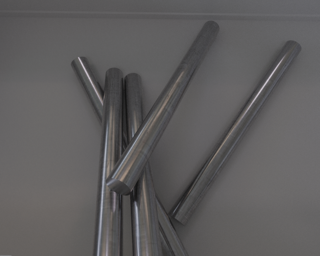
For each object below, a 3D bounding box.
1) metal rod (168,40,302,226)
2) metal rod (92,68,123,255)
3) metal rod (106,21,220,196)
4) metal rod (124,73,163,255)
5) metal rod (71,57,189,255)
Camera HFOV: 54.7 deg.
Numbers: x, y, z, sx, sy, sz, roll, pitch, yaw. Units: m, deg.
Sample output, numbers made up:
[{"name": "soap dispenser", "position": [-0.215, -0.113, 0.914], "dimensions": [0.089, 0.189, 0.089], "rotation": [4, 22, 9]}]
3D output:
[{"name": "metal rod", "position": [0.107, -0.005, 0.411], "dimensions": [0.025, 0.025, 0.300], "rotation": [34, 73, 11]}, {"name": "metal rod", "position": [-0.052, 0.031, 0.330], "dimensions": [0.025, 0.025, 0.300], "rotation": [-5, 45, -2]}, {"name": "metal rod", "position": [0.020, -0.049, 0.371], "dimensions": [0.025, 0.025, 0.301], "rotation": [23, 50, 8]}, {"name": "metal rod", "position": [-0.022, 0.036, 0.328], "dimensions": [0.025, 0.025, 0.300], "rotation": [-7, 44, -2]}, {"name": "metal rod", "position": [-0.046, 0.029, 0.392], "dimensions": [0.025, 0.025, 0.299], "rotation": [-26, 70, -9]}]
